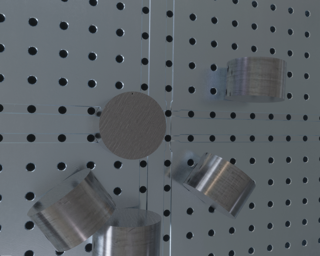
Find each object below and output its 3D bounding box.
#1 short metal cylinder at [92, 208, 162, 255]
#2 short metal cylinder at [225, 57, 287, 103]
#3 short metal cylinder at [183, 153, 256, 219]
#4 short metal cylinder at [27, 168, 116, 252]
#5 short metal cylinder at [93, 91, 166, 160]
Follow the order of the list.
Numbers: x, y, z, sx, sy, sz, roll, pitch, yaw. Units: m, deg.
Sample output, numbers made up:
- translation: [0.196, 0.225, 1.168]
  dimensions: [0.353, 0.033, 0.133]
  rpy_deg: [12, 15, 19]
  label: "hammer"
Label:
- translation: [-0.040, 0.131, 0.369]
  dimensions: [0.081, 0.080, 0.050]
  rpy_deg: [3, 90, -20]
  label: "short metal cylinder"
- translation: [0.133, -0.065, 0.432]
  dimensions: [0.081, 0.080, 0.050]
  rpy_deg: [4, 89, -20]
  label: "short metal cylinder"
- translation: [0.078, 0.077, 0.412]
  dimensions: [0.080, 0.080, 0.050]
  rpy_deg: [40, 77, -16]
  label: "short metal cylinder"
- translation: [-0.097, 0.090, 0.347]
  dimensions: [0.080, 0.080, 0.050]
  rpy_deg: [-36, 102, -16]
  label: "short metal cylinder"
- translation: [-0.039, -0.003, 0.385]
  dimensions: [0.081, 0.050, 0.080]
  rpy_deg: [0, 90, -20]
  label: "short metal cylinder"
